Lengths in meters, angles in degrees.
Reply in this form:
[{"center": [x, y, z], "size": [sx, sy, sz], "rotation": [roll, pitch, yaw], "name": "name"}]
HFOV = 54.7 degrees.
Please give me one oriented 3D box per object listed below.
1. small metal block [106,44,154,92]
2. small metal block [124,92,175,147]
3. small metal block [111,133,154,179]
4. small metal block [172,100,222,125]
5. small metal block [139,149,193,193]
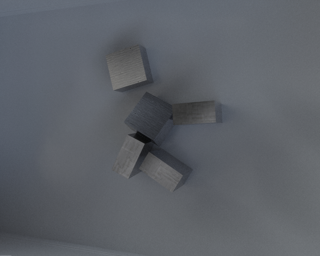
[{"center": [-0.041, -0.081, 0.424], "size": [0.050, 0.025, 0.050], "rotation": [-14, 85, 19], "name": "small metal block"}, {"center": [-0.009, -0.012, 0.400], "size": [0.050, 0.025, 0.050], "rotation": [31, 79, 27], "name": "small metal block"}, {"center": [-0.033, 0.035, 0.407], "size": [0.025, 0.050, 0.050], "rotation": [27, 99, 12], "name": "small metal block"}, {"center": [0.047, -0.017, 0.380], "size": [0.050, 0.050, 0.025], "rotation": [-4, 89, 19], "name": "small metal block"}, {"center": [0.009, 0.052, 0.393], "size": [0.050, 0.050, 0.025], "rotation": [34, 101, 16], "name": "small metal block"}]
